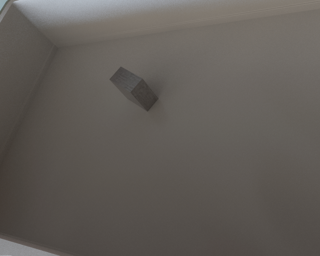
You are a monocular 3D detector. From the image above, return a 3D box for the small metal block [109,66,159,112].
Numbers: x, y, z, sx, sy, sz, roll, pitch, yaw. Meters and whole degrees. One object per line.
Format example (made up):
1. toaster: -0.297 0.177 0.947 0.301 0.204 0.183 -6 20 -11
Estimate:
1. small metal block: -0.037 -0.056 0.444 0.050 0.050 0.025 34 81 38
